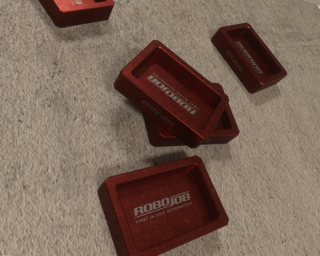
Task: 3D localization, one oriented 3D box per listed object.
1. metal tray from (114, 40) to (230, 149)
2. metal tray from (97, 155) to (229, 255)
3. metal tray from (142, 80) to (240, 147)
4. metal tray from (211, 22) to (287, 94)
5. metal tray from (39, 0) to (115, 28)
[{"bbox_3d":[0.018,-0.046,0.400,0.130,0.030,0.090,38,51,-3],"label":"metal tray"},{"bbox_3d":[0.006,0.088,0.351,0.131,0.030,0.090,-10,67,-33],"label":"metal tray"},{"bbox_3d":[0.041,-0.022,0.437,0.131,0.030,0.090,-1,62,-29],"label":"metal tray"},{"bbox_3d":[0.165,-0.132,0.572,0.091,0.030,0.130,-23,74,-36],"label":"metal tray"},{"bbox_3d":[-0.139,-0.212,0.455,0.091,0.030,0.130,-27,76,-37],"label":"metal tray"}]
